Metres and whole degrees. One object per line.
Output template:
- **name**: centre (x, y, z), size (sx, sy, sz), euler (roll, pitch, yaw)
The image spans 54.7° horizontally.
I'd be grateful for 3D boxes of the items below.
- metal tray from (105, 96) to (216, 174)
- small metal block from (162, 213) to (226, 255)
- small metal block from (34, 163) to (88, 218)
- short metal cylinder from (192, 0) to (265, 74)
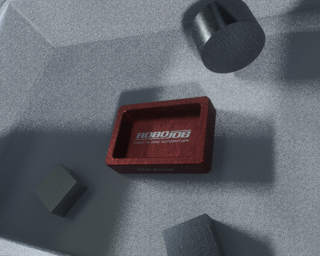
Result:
- **metal tray**: centre (0.001, 0.011, 0.393), size (0.130, 0.030, 0.090), euler (-4, 60, 25)
- **small metal block**: centre (0.035, 0.122, 0.312), size (0.050, 0.025, 0.050), euler (-26, 53, 12)
- **small metal block**: centre (-0.135, 0.084, 0.423), size (0.050, 0.025, 0.050), euler (33, 80, 38)
- **short metal cylinder**: centre (0.086, -0.116, 0.396), size (0.080, 0.080, 0.050), euler (-24, 53, 14)
